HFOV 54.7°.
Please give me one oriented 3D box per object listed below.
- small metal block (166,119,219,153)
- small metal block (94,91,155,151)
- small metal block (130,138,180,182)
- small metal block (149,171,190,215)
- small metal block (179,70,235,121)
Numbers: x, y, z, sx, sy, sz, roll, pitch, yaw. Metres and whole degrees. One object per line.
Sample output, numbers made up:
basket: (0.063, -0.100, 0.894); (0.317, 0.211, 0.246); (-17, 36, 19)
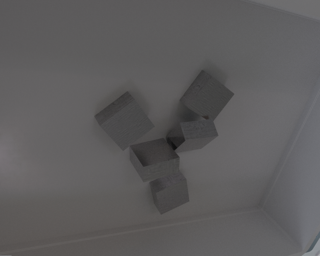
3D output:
small metal block: (0.043, 0.012, 0.423); (0.050, 0.025, 0.050); (-7, 159, -25)
small metal block: (-0.043, -0.008, 0.380); (0.050, 0.025, 0.050); (-38, 129, -3)
small metal block: (-0.008, 0.041, 0.413); (0.050, 0.050, 0.025); (-12, 124, -22)
small metal block: (0.015, 0.099, 0.478); (0.050, 0.025, 0.050); (-22, 127, -16)
small metal block: (0.063, -0.042, 0.417); (0.050, 0.025, 0.050); (29, 102, -38)
